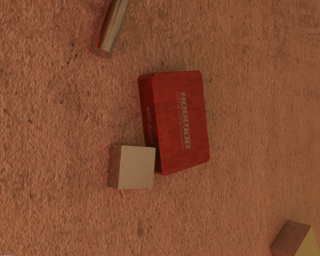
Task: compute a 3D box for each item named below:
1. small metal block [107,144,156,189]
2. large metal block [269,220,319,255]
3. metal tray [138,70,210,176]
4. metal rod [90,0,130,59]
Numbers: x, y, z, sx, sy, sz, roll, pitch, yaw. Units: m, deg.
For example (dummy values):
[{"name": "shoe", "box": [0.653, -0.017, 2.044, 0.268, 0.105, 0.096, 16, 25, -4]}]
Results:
[{"name": "small metal block", "box": [-0.034, 0.047, 0.376, 0.050, 0.025, 0.050, 7, 86, -40]}, {"name": "large metal block", "box": [0.269, 0.245, 0.614, 0.080, 0.050, 0.080, -37, 113, -34]}, {"name": "metal tray", "box": [0.022, -0.010, 0.419, 0.091, 0.030, 0.129, -11, 97, -39]}, {"name": "metal rod", "box": [-0.028, -0.225, 0.380, 0.025, 0.025, 0.299, 25, 74, -37]}]
